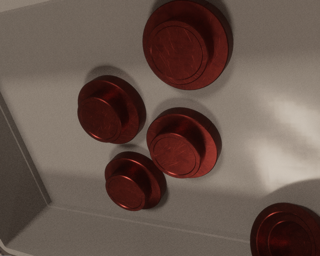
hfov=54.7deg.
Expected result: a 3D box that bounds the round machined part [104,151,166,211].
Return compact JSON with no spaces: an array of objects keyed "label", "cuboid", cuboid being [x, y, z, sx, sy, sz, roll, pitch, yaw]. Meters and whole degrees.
[{"label":"round machined part","cuboid":[-0.043,0.088,0.473,0.098,0.042,0.097,13,124,20]}]

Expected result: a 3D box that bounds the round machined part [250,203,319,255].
[{"label":"round machined part","cuboid":[0.163,0.143,0.377,0.042,0.098,0.098,18,138,-33]}]

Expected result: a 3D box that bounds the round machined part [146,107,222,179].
[{"label":"round machined part","cuboid":[0.026,0.026,0.399,0.098,0.042,0.097,13,124,20]}]

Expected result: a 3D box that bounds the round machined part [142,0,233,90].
[{"label":"round machined part","cuboid":[0.025,-0.085,0.331,0.098,0.042,0.097,13,124,20]}]

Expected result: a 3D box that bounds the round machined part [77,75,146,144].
[{"label":"round machined part","cuboid":[-0.072,-0.019,0.422,0.098,0.042,0.097,13,124,20]}]
